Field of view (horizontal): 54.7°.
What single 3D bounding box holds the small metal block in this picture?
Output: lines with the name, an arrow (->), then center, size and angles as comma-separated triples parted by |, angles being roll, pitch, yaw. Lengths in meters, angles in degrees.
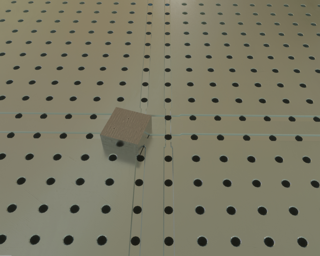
small metal block -> -0.043, 0.004, 0.404 | 0.050, 0.025, 0.050 | 14, 51, 11
